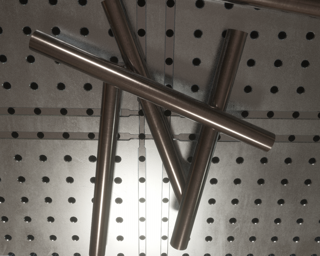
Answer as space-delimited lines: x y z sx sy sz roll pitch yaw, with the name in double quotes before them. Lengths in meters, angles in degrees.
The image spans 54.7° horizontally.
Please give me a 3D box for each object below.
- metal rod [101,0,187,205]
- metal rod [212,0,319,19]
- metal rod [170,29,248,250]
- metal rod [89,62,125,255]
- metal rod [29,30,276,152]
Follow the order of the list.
"metal rod" -0.007 -0.017 0.407 0.025 0.025 0.298 -18 109 6
"metal rod" 0.048 -0.162 0.354 0.302 0.025 0.025 9 110 -4
"metal rod" 0.060 0.025 0.406 0.025 0.025 0.298 12 103 -5
"metal rod" -0.077 0.058 0.433 0.025 0.025 0.298 8 110 -3
"metal rod" -0.005 -0.041 0.365 0.301 0.025 0.025 23 108 -4
